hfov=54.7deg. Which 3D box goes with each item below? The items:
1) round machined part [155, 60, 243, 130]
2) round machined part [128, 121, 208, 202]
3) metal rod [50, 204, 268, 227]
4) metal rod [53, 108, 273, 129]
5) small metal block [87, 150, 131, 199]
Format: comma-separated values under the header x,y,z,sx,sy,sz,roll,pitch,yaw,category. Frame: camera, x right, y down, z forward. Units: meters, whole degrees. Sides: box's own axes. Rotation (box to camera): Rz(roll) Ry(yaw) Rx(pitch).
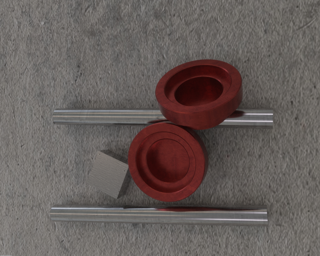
x,y,z,sx,sy,sz,roll,pitch,yaw,category
0.047,-0.036,0.365,0.098,0.042,0.098,-9,43,9,round machined part
0.013,0.040,0.392,0.098,0.042,0.097,2,97,19,round machined part
-0.015,0.115,0.414,0.301,0.025,0.025,-5,89,19,metal rod
-0.010,-0.014,0.412,0.301,0.025,0.025,1,91,19,metal rod
-0.067,0.063,0.433,0.050,0.025,0.050,23,98,18,small metal block
